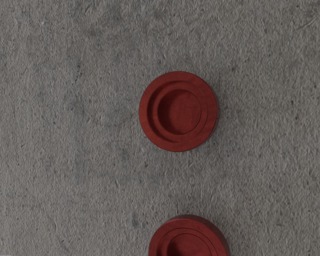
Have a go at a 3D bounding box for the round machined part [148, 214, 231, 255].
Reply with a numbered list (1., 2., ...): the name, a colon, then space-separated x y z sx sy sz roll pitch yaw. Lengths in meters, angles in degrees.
1. round machined part: 0.039 0.156 0.386 0.098 0.042 0.097 0 90 20

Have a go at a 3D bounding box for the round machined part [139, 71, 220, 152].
1. round machined part: 0.027 -0.020 0.390 0.098 0.042 0.097 0 90 20
